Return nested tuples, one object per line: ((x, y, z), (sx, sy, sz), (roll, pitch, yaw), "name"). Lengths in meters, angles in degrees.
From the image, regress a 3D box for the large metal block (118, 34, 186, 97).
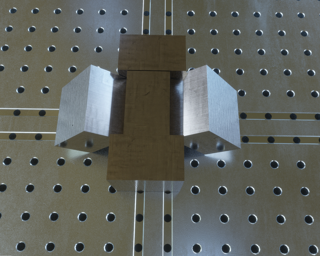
((-0.009, -0.078, 0.410), (0.081, 0.080, 0.050), (1, 70, 0), "large metal block")

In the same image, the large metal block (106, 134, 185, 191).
((-0.015, 0.044, 0.365), (0.081, 0.080, 0.050), (1, 70, 0), "large metal block")

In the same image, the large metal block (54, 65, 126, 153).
((-0.085, -0.019, 0.382), (0.050, 0.080, 0.080), (16, 66, -37), "large metal block")

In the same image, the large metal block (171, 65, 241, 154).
((0.057, -0.018, 0.381), (0.050, 0.080, 0.080), (-14, 65, 35), "large metal block")

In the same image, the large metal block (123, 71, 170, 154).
((-0.014, -0.016, 0.387), (0.050, 0.080, 0.080), (1, 70, 0), "large metal block")
